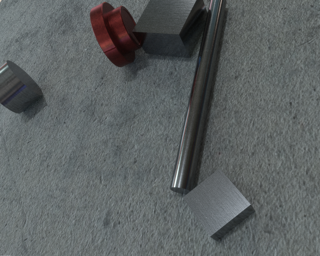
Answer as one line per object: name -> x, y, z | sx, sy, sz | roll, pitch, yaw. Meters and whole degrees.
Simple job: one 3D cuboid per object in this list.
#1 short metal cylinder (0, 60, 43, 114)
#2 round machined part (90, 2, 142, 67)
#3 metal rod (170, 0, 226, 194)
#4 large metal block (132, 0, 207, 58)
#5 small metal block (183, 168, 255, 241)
short metal cylinder -> -0.256, -0.072, 0.544 | 0.050, 0.080, 0.080 | -41, 51, 0
round machined part -> -0.062, -0.147, 0.478 | 0.042, 0.098, 0.098 | -20, 54, 17
metal rod -> 0.056, -0.061, 0.410 | 0.025, 0.025, 0.300 | 0, 61, 28
large metal block -> 0.018, -0.158, 0.472 | 0.080, 0.050, 0.080 | 14, 69, 30
small metal block -> 0.061, 0.079, 0.323 | 0.050, 0.025, 0.050 | -39, 51, 1
